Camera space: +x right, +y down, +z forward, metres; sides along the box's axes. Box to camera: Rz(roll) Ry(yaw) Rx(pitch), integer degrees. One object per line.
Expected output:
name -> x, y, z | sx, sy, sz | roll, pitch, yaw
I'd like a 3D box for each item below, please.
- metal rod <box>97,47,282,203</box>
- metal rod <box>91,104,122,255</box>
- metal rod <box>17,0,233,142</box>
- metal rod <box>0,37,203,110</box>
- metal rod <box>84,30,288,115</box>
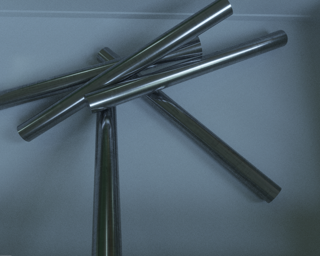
metal rod -> 0.029, -0.012, 0.414 | 0.300, 0.025, 0.025 | 40, 75, 13
metal rod -> -0.055, 0.044, 0.323 | 0.025, 0.025, 0.300 | -7, 43, -3
metal rod -> -0.046, -0.071, 0.386 | 0.301, 0.025, 0.025 | -31, 73, 4
metal rod -> -0.093, -0.070, 0.413 | 0.302, 0.025, 0.025 | -15, 71, 2
metal rod -> 0.048, -0.081, 0.412 | 0.302, 0.025, 0.025 | -22, 71, -19
